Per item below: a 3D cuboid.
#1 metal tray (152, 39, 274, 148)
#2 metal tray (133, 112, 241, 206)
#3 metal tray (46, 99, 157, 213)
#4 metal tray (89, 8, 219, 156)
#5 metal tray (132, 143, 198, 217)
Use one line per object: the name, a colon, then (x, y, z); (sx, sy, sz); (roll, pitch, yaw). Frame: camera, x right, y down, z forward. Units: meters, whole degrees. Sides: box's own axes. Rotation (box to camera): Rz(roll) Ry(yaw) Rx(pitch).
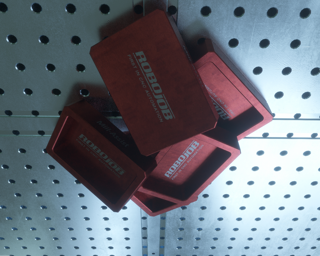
metal tray: (0.065, -0.033, 0.381); (0.090, 0.030, 0.130); (-36, 122, 26)
metal tray: (0.031, 0.046, 0.408); (0.091, 0.030, 0.129); (23, 126, -19)
metal tray: (-0.078, 0.037, 0.398); (0.130, 0.030, 0.089); (40, 124, 6)
metal tray: (-0.005, -0.045, 0.330); (0.090, 0.030, 0.129); (-24, 96, 18)
metal tray: (-0.011, 0.081, 0.477); (0.090, 0.030, 0.130); (-26, 126, 20)
